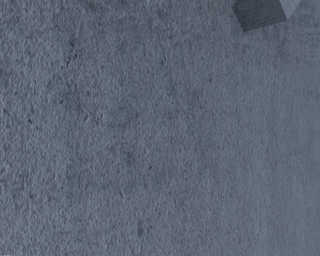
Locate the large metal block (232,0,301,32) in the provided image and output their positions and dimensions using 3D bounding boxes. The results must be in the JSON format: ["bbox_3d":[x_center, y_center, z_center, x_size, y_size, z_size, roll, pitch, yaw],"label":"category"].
[{"bbox_3d":[0.182,-0.214,0.520,0.050,0.080,0.080,52,59,-27],"label":"large metal block"}]
